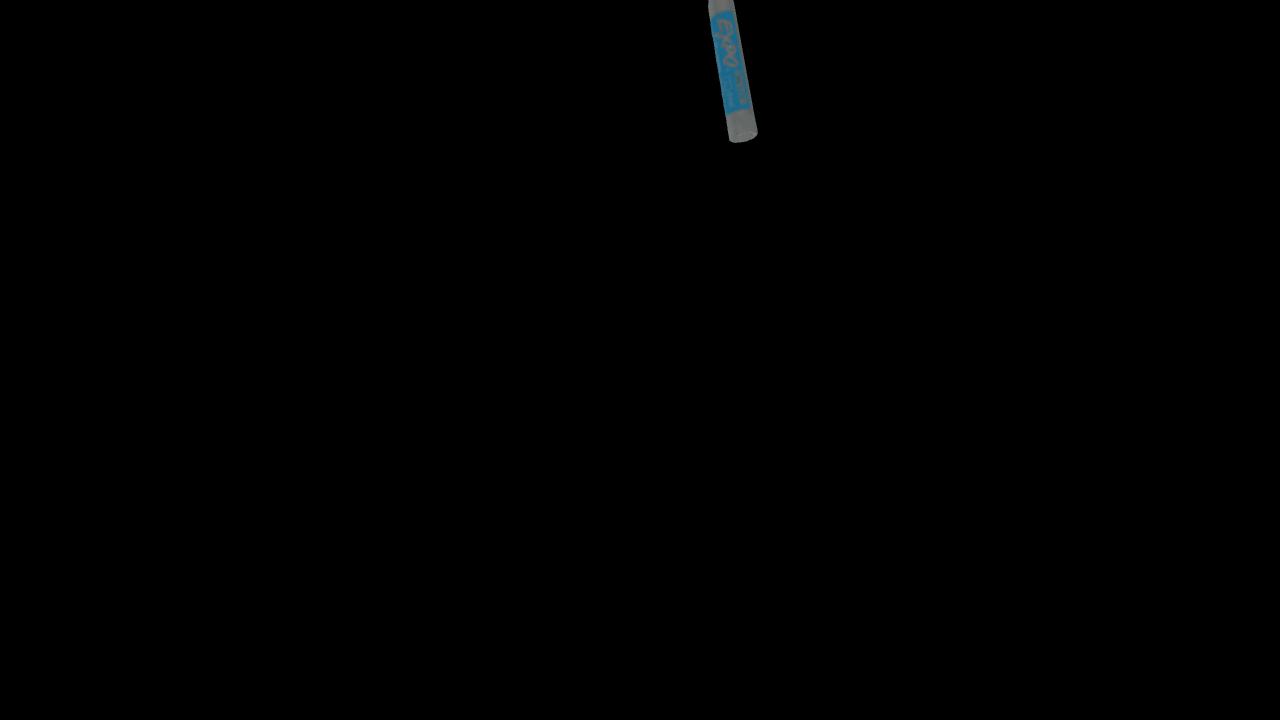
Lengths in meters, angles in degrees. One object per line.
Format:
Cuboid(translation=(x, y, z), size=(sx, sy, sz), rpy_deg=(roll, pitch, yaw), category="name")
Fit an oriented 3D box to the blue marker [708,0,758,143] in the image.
Cuboid(translation=(0.058, -0.204, 0.401), size=(0.020, 0.121, 0.020), rpy_deg=(-10, 0, 0), category="blue marker")
